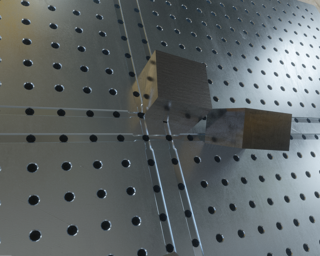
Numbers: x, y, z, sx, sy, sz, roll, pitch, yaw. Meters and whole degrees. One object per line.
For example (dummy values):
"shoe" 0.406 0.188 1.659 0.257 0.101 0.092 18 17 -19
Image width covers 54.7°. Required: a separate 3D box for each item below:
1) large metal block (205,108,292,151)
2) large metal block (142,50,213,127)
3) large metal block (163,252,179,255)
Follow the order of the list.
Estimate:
"large metal block" 0.120 0.002 0.430 0.081 0.080 0.050 5 90 -26
"large metal block" 0.022 -0.055 0.439 0.081 0.050 0.080 11 57 -23
"large metal block" 0.008 0.179 0.288 0.080 0.050 0.080 46 51 3
